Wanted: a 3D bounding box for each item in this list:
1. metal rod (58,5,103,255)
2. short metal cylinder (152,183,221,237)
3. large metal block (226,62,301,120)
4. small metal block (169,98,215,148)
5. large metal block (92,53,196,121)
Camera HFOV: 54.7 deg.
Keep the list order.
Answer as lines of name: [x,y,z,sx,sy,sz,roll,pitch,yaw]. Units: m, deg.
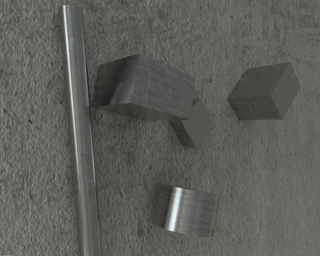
metal rod: [-0.084,0.024,0.334,0.025,0.025,0.298,-7,94,-40]
short metal cylinder: [0.034,0.104,0.397,0.080,0.080,0.050,18,79,-39]
large metal block: [0.172,-0.059,0.512,0.080,0.080,0.050,-52,121,-27]
small metal block: [0.046,-0.007,0.443,0.050,0.025,0.050,-44,117,-31]
large metal block: [-0.019,-0.041,0.353,0.081,0.080,0.050,14,81,-39]
